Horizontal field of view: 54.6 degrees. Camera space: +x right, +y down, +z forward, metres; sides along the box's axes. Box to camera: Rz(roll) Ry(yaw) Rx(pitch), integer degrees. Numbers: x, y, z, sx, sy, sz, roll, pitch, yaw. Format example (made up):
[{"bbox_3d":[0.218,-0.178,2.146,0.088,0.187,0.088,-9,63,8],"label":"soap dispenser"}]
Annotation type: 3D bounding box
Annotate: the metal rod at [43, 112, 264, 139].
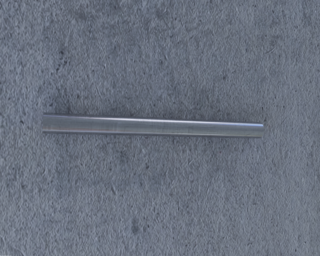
[{"bbox_3d":[0.006,-0.001,0.412,0.302,0.025,0.025,2,90,-20],"label":"metal rod"}]
